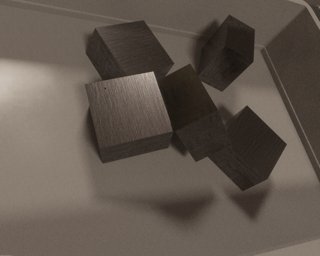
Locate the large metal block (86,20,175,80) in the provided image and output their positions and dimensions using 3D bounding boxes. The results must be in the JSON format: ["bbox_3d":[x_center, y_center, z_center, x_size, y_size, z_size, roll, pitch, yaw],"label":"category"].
[{"bbox_3d":[-0.042,-0.096,0.427,0.081,0.050,0.080,-24,75,-37],"label":"large metal block"}]

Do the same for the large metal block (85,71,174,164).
[{"bbox_3d":[-0.037,-0.012,0.363,0.081,0.050,0.080,-13,67,-12],"label":"large metal block"}]

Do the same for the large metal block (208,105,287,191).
[{"bbox_3d":[0.121,0.028,0.440,0.080,0.050,0.080,45,51,3],"label":"large metal block"}]

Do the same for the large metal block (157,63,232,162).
[{"bbox_3d":[0.041,-0.017,0.381,0.050,0.080,0.080,-27,52,7],"label":"large metal block"}]

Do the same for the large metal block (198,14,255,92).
[{"bbox_3d":[0.107,-0.120,0.503,0.050,0.080,0.080,25,53,-14],"label":"large metal block"}]
